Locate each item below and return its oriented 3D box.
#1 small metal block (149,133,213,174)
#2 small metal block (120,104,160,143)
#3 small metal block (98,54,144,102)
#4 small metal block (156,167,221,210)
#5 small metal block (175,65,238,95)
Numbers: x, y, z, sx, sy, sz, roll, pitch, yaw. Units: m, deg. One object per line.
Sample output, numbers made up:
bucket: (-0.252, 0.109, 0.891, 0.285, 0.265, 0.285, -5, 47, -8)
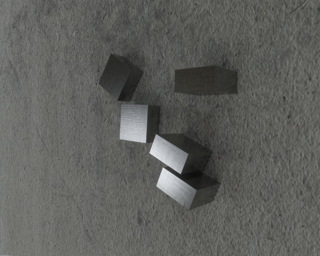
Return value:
small metal block: (0.025, 0.029, 0.368, 0.050, 0.050, 0.025, 31, 109, 36)
small metal block: (-0.028, -0.007, 0.428, 0.050, 0.025, 0.050, 6, 94, 40)
small metal block: (-0.058, -0.073, 0.453, 0.050, 0.025, 0.050, 41, 115, 32)
small metal block: (0.033, 0.066, 0.361, 0.050, 0.050, 0.025, 30, 109, 36)
small metal block: (0.052, -0.051, 0.346, 0.050, 0.050, 0.025, 2, 91, 40)
